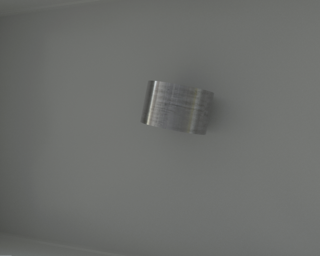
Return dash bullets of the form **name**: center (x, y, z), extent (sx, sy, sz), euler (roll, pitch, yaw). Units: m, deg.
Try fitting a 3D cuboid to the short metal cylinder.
- **short metal cylinder**: center (0.021, -0.024, 0.373), extent (0.080, 0.080, 0.050), euler (12, 94, 19)
